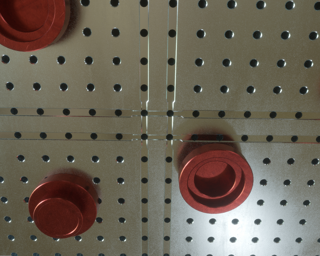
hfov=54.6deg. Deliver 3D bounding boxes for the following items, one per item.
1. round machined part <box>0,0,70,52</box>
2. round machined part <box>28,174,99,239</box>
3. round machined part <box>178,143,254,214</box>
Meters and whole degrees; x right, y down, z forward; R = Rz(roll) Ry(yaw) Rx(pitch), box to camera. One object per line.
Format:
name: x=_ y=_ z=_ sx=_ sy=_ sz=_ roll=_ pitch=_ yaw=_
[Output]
round machined part: x=-0.151 y=-0.139 z=0.352 sx=0.099 sy=0.042 sz=0.097 roll=0 pitch=110 yaw=0
round machined part: x=-0.141 y=0.119 z=0.447 sx=0.099 sy=0.042 sz=0.097 roll=0 pitch=110 yaw=0
round machined part: x=0.075 y=0.066 z=0.429 sx=0.099 sy=0.042 sz=0.097 roll=0 pitch=110 yaw=0
